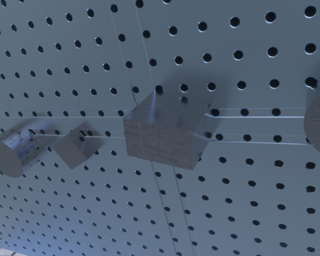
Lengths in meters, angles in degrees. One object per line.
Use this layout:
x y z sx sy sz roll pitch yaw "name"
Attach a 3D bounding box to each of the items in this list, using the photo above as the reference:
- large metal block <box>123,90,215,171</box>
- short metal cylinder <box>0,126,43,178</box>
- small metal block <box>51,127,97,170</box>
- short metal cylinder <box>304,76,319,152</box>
0.014 -0.001 0.366 0.080 0.080 0.050 11 123 22 "large metal block"
-0.259 0.042 0.554 0.080 0.050 0.079 13 124 20 "short metal cylinder"
-0.140 0.034 0.504 0.050 0.025 0.050 -31 102 37 "small metal block"
0.181 -0.015 0.291 0.080 0.050 0.079 13 124 20 "short metal cylinder"
